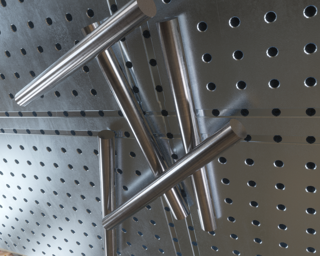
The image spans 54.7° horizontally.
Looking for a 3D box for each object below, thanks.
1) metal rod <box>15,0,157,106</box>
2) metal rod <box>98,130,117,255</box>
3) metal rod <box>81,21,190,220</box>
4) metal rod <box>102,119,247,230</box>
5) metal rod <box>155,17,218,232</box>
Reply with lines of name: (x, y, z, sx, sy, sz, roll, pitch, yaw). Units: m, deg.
metal rod: (-0.116, -0.081, 0.393, 0.299, 0.025, 0.025, -19, 109, 43)
metal rod: (-0.089, 0.134, 0.538, 0.025, 0.025, 0.298, 17, 125, 18)
metal rod: (-0.026, 0.003, 0.425, 0.025, 0.025, 0.299, -12, 113, 33)
metal rod: (-0.001, 0.080, 0.425, 0.025, 0.025, 0.299, 44, 129, -3)
metal rod: (0.040, 0.014, 0.397, 0.025, 0.025, 0.298, 0, 119, 28)
